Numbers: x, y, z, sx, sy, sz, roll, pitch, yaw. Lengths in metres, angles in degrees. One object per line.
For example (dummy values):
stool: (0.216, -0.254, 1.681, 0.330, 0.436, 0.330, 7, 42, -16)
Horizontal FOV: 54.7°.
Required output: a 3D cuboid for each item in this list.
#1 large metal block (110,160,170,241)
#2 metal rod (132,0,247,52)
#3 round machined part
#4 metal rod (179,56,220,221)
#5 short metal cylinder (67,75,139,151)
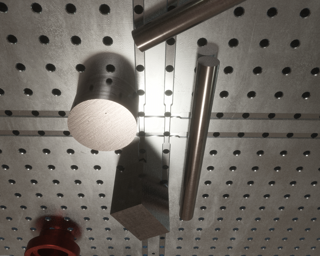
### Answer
large metal block: (-0.027, 0.110, 0.469, 0.050, 0.080, 0.080, -23, 127, 18)
metal rod: (0.109, -0.147, 0.287, 0.300, 0.025, 0.025, -22, 127, 17)
round machined part: (-0.203, 0.230, 0.594, 0.099, 0.042, 0.097, -1, 130, 0)
metal rod: (0.050, 0.038, 0.444, 0.025, 0.025, 0.298, 1, 130, -2)
short metal cylinder: (-0.067, -0.017, 0.380, 0.081, 0.050, 0.079, 0, 130, 0)
